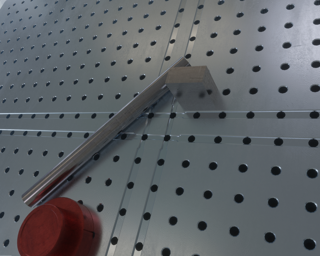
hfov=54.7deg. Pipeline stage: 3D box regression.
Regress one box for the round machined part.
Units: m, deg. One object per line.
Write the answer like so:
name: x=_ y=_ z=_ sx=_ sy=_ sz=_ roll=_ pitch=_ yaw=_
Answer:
round machined part: x=-0.136 y=0.134 z=0.387 sx=0.098 sy=0.042 sz=0.098 roll=-13 pitch=56 yaw=21

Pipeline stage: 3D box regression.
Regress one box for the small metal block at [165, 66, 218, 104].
small metal block: x=0.042 y=-0.055 z=0.404 sx=0.050 sy=0.050 sz=0.025 roll=3 pitch=63 yaw=29

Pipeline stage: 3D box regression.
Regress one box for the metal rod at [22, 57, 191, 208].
metal rod: x=-0.074 y=0.006 z=0.443 sx=0.300 sy=0.025 sz=0.025 roll=-41 pitch=51 yaw=0
